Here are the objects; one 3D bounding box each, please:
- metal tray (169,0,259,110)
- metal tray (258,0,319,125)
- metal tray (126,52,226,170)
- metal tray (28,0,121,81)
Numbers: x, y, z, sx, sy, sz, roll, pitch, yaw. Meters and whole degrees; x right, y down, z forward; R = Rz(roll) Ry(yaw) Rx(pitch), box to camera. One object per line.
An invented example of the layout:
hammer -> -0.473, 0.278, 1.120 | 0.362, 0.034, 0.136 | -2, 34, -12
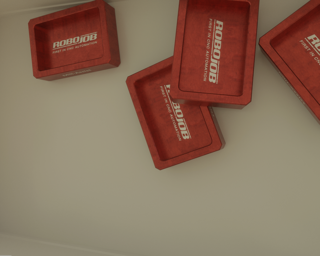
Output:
metal tray -> 0.063, -0.091, 0.362 | 0.090, 0.030, 0.129 | 6, 84, 4
metal tray -> 0.182, -0.071, 0.333 | 0.090, 0.030, 0.130 | -36, 71, 17
metal tray -> 0.019, -0.021, 0.400 | 0.090, 0.030, 0.129 | -22, 83, 18
metal tray -> -0.127, -0.125, 0.452 | 0.130, 0.030, 0.089 | -7, 88, 19
